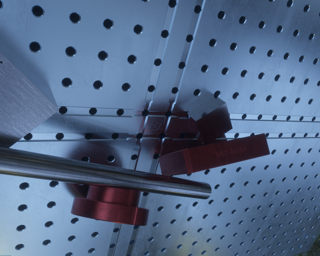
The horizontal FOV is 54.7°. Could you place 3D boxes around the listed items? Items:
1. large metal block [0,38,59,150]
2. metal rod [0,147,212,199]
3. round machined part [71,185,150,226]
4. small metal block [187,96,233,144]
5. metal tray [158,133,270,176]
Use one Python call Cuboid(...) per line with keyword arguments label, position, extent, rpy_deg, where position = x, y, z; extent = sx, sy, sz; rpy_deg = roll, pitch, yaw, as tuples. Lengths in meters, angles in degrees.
Cuboid(label="large metal block", position=(-0.158, -0.030, 0.291), extent=(0.080, 0.050, 0.080), rpy_deg=(-38, 130, -3))
Cuboid(label="metal rod", position=(-0.046, 0.060, 0.368), extent=(0.302, 0.025, 0.025), rpy_deg=(17, 110, -38))
Cuboid(label="round machined part", position=(-0.062, 0.097, 0.404), extent=(0.099, 0.098, 0.042), rpy_deg=(21, 72, -36))
Cuboid(label="small metal block", position=(0.073, -0.010, 0.447), extent=(0.050, 0.025, 0.050), rpy_deg=(-31, 129, -9))
Cuboid(label="metal tray", position=(0.074, 0.039, 0.436), extent=(0.131, 0.090, 0.030), rpy_deg=(-9, 83, -24))
